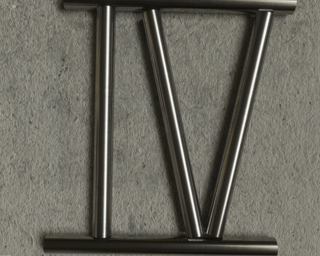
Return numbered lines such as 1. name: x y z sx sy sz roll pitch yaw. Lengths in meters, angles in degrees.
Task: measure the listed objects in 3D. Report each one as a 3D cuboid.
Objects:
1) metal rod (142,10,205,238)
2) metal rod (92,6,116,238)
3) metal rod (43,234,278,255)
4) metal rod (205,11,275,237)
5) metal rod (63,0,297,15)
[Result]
1. metal rod: 0.018 -0.006 0.410 0.025 0.025 0.298 -11 90 0
2. metal rod: -0.074 -0.008 0.409 0.025 0.025 0.298 1 90 -1
3. metal rod: 0.001 0.155 0.410 0.302 0.025 0.025 1 90 -1
4. metal rod: 0.106 -0.005 0.412 0.025 0.025 0.298 13 90 -1
5. metal rod: 0.026 -0.167 0.411 0.302 0.025 0.025 1 90 -1
